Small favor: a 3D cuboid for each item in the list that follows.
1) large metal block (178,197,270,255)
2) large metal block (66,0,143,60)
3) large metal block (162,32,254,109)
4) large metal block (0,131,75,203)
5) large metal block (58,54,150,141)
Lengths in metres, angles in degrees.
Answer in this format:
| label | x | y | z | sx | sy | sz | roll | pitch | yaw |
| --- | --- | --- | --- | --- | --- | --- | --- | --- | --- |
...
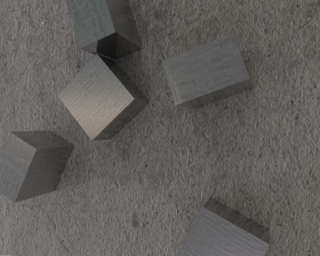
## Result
| label | x | y | z | sx | sy | sz | roll | pitch | yaw |
| --- | --- | --- | --- | --- | --- | --- | --- | --- | --- |
| large metal block | 0.074 | 0.142 | 0.369 | 0.080 | 0.050 | 0.080 | 27 | 99 | 18 |
| large metal block | -0.071 | -0.141 | 0.405 | 0.050 | 0.080 | 0.080 | -19 | 84 | 19 |
| large metal block | 0.059 | -0.060 | 0.359 | 0.080 | 0.080 | 0.050 | -19 | 84 | 19 |
| large metal block | -0.181 | 0.051 | 0.443 | 0.050 | 0.080 | 0.080 | 28 | 99 | 18 |
| large metal block | -0.076 | -0.040 | 0.422 | 0.080 | 0.050 | 0.080 | -43 | 77 | 15 |
